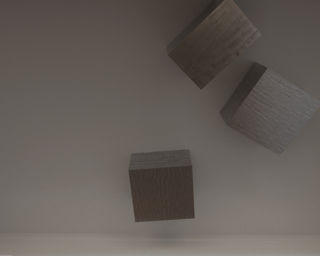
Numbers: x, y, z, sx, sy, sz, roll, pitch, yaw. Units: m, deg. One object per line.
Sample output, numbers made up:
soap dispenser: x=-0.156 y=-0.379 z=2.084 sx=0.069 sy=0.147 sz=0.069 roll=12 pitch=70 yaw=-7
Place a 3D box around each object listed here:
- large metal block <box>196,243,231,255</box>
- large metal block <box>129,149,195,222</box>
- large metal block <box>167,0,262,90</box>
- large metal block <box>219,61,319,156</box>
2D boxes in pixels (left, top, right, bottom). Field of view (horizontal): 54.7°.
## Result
large metal block: x=0.084 y=0.237 z=0.472 sx=0.050 sy=0.080 sz=0.079 roll=-2 pitch=110 yaw=1
large metal block: x=0.004 y=0.079 z=0.427 sx=0.080 sy=0.050 sz=0.079 roll=-4 pitch=110 yaw=1
large metal block: x=0.054 y=-0.097 z=0.347 sx=0.080 sy=0.080 sz=0.050 roll=-42 pitch=105 yaw=14
large metal block: x=0.135 y=-0.025 z=0.390 sx=0.080 sy=0.050 sz=0.080 roll=29 pitch=107 yaw=-10
